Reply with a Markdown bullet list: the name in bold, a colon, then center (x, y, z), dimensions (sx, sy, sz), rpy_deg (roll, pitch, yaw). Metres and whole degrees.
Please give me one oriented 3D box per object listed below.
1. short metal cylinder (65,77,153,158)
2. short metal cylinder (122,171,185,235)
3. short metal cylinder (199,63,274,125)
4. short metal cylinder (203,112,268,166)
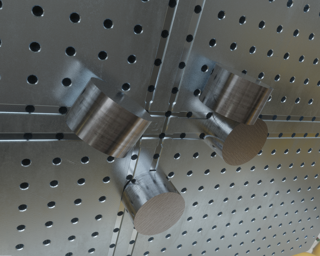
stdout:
- **short metal cylinder**: center (-0.055, -0.012, 0.339), dimensions (0.080, 0.080, 0.050), rpy_deg (29, 102, -38)
- **short metal cylinder**: center (-0.010, 0.111, 0.460), dimensions (0.081, 0.050, 0.079), rpy_deg (-14, 125, -21)
- **short metal cylinder**: center (0.098, -0.045, 0.403), dimensions (0.081, 0.080, 0.050), rpy_deg (11, 113, -33)
- **short metal cylinder**: center (0.113, 0.009, 0.465), dimensions (0.081, 0.050, 0.079), rpy_deg (-14, 125, -21)
